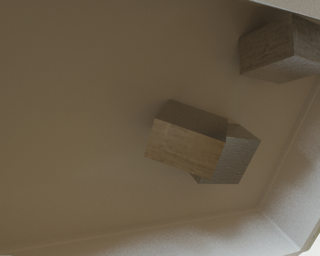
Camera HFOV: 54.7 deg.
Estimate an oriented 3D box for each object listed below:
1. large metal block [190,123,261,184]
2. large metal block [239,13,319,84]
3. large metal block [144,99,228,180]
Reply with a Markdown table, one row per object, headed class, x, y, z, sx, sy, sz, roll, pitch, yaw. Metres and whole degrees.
| class | x | y | z | sx | sy | sz | roll | pitch | yaw |
| --- | --- | --- | --- | --- | --- | --- | --- | --- | --- |
| large metal block | 0.091 | 0.037 | 0.468 | 0.081 | 0.050 | 0.079 | 7 | 115 | -32 |
| large metal block | 0.159 | -0.095 | 0.394 | 0.081 | 0.080 | 0.050 | 5 | 80 | -31 |
| large metal block | 0.035 | 0.010 | 0.379 | 0.080 | 0.080 | 0.050 | 19 | 114 | 6 |
